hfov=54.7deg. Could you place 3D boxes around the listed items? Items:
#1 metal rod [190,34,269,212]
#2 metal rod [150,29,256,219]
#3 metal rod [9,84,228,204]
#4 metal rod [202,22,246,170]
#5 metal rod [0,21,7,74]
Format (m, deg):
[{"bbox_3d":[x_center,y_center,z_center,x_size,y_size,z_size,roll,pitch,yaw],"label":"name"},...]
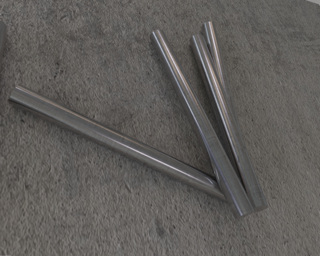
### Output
[{"bbox_3d":[0.090,-0.027,0.450,0.025,0.025,0.299,5,54,-26],"label":"metal rod"},{"bbox_3d":[0.047,-0.023,0.423,0.025,0.025,0.299,-5,58,-31],"label":"metal rod"},{"bbox_3d":[-0.027,0.028,0.371,0.301,0.025,0.025,26,53,-12],"label":"metal rod"},{"bbox_3d":[0.101,-0.053,0.490,0.025,0.025,0.299,8,58,-24],"label":"metal rod"},{"bbox_3d":[-0.179,0.009,0.301,0.025,0.025,0.299,7,59,-25],"label":"metal rod"}]
